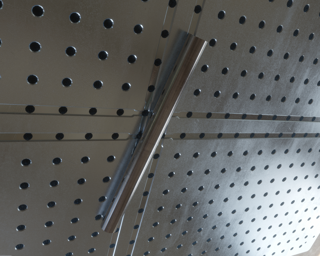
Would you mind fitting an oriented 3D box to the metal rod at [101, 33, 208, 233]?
[{"bbox_3d":[-0.015,0.020,0.416,0.025,0.025,0.298,13,112,-34],"label":"metal rod"}]
